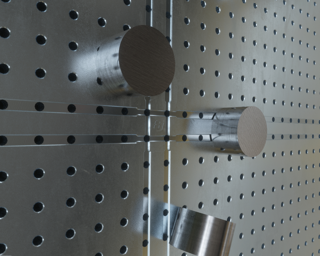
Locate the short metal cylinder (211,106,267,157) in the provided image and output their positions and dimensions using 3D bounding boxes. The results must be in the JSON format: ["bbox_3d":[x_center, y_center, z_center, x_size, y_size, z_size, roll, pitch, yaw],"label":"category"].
[{"bbox_3d":[0.129,0.006,0.500,0.081,0.050,0.079,0,90,-40],"label":"short metal cylinder"}]

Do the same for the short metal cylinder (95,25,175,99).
[{"bbox_3d":[-0.029,-0.076,0.368,0.081,0.050,0.079,0,90,-40],"label":"short metal cylinder"}]

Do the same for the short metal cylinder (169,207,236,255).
[{"bbox_3d":[0.058,0.143,0.422,0.080,0.080,0.050,27,73,-37],"label":"short metal cylinder"}]
